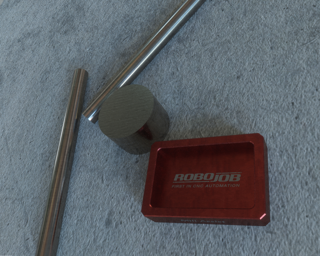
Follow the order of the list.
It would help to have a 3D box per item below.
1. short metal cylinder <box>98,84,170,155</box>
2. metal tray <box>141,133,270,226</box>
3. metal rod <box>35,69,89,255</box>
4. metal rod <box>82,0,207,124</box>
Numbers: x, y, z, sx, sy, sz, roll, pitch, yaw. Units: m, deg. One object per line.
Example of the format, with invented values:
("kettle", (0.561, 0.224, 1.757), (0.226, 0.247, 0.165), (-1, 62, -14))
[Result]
("short metal cylinder", (-0.034, -0.011, 0.412), (0.080, 0.050, 0.080), (-13, 56, 21))
("metal tray", (0.049, 0.057, 0.340), (0.130, 0.030, 0.090), (-6, 59, 25))
("metal rod", (-0.138, 0.034, 0.454), (0.025, 0.025, 0.299), (-12, 56, 21))
("metal rod", (-0.011, -0.126, 0.487), (0.300, 0.025, 0.025), (-49, 52, -7))
